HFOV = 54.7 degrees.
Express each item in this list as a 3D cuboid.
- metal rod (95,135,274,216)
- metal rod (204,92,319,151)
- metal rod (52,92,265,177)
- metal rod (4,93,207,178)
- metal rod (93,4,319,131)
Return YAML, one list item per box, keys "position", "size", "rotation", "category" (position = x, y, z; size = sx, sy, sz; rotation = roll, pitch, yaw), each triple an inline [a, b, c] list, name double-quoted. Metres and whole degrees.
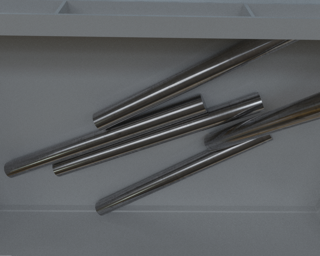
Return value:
- position: [0.023, 0.070, 0.468]
  size: [0.300, 0.025, 0.025]
  rotation: [-28, 125, 21]
  category: "metal rod"
- position: [0.149, -0.019, 0.309]
  size: [0.025, 0.025, 0.299]
  rotation: [29, 151, -22]
  category: "metal rod"
- position: [-0.013, 0.014, 0.420]
  size: [0.301, 0.025, 0.025]
  rotation: [-19, 128, 15]
  category: "metal rod"
- position: [-0.083, 0.015, 0.421]
  size: [0.301, 0.025, 0.025]
  rotation: [-19, 128, 15]
  category: "metal rod"
- position: [0.052, -0.064, 0.354]
  size: [0.300, 0.025, 0.025]
  rotation: [-23, 127, 18]
  category: "metal rod"
